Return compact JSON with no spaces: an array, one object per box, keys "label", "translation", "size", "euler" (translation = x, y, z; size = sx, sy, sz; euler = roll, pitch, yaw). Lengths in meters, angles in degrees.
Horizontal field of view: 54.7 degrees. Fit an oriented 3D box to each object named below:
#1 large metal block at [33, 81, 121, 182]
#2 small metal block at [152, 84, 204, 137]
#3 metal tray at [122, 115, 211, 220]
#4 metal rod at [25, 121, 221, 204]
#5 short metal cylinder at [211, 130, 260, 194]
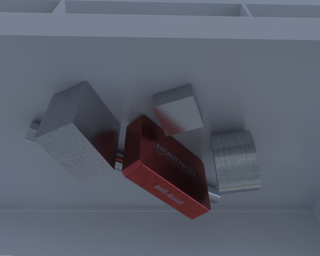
[{"label":"large metal block","translation":[-0.093,0.004,0.373],"size":[0.050,0.080,0.080],"euler":[-21,127,16]},{"label":"small metal block","translation":[0.023,-0.021,0.388],"size":[0.050,0.025,0.050],"euler":[-16,129,12]},{"label":"metal tray","translation":[0.011,0.052,0.408],"size":[0.030,0.090,0.130],"euler":[-36,122,26]},{"label":"metal rod","translation":[-0.040,0.056,0.455],"size":[0.302,0.025,0.025],"euler":[22,126,-19]},{"label":"short metal cylinder","translation":[0.098,0.045,0.411],"size":[0.050,0.080,0.080],"euler":[-8,130,8]}]
